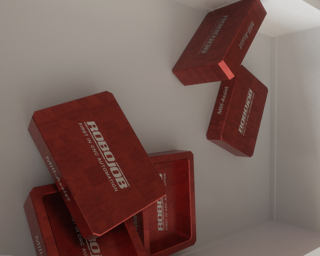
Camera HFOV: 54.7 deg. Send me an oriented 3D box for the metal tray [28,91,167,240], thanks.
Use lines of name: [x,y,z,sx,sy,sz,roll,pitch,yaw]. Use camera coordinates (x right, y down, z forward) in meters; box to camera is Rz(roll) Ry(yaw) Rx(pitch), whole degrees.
metal tray: [-0.062,0.032,0.316,0.091,0.030,0.130,-24,79,-38]

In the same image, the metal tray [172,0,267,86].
metal tray: [0.083,-0.120,0.432,0.030,0.090,0.130,45,63,-31]

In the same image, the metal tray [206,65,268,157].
metal tray: [0.131,-0.027,0.513,0.090,0.030,0.130,29,72,-36]

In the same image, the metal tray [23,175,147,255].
metal tray: [-0.067,0.113,0.300,0.091,0.030,0.130,-5,57,-40]

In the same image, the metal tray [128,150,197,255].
metal tray: [0.004,0.098,0.406,0.091,0.030,0.129,-4,93,-40]
